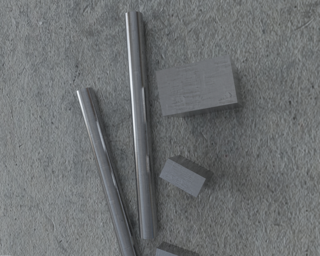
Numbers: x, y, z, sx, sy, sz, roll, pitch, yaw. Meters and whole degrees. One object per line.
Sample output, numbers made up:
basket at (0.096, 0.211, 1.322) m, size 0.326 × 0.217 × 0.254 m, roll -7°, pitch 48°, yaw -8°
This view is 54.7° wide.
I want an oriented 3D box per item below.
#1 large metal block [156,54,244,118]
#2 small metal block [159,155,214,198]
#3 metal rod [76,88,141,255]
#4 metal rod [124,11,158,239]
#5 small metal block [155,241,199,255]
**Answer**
large metal block at (0.050, -0.044, 0.362) m, size 0.080 × 0.080 × 0.050 m, roll -10°, pitch 87°, yaw 19°
small metal block at (0.034, 0.058, 0.383) m, size 0.050 × 0.050 × 0.025 m, roll 27°, pitch 99°, yaw 17°
metal rod at (-0.065, 0.088, 0.430) m, size 0.025 × 0.025 × 0.299 m, roll -19°, pitch 84°, yaw 19°
metal rod at (-0.025, -0.005, 0.416) m, size 0.025 × 0.025 × 0.298 m, roll -5°, pitch 89°, yaw 19°
small metal block at (0.019, 0.183, 0.402) m, size 0.050 × 0.025 × 0.050 m, roll 13°, pitch 94°, yaw 19°
